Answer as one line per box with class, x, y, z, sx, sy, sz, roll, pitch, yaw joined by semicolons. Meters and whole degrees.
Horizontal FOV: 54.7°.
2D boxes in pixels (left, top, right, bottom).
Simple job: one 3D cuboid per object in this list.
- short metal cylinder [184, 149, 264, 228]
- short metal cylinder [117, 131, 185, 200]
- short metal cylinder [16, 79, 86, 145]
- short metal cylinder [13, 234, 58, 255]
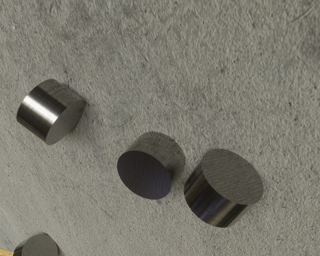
short metal cylinder;0.076;0.072;0.376;0.080;0.080;0.050;33;129;7
short metal cylinder;-0.012;0.052;0.429;0.080;0.050;0.079;13;124;21
short metal cylinder;-0.152;-0.022;0.438;0.050;0.080;0.079;36;129;4
short metal cylinder;-0.280;0.285;0.695;0.050;0.080;0.080;-32;101;38
